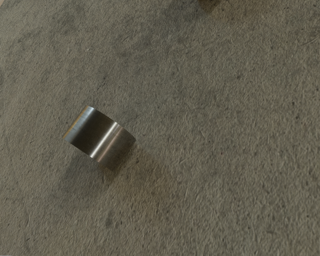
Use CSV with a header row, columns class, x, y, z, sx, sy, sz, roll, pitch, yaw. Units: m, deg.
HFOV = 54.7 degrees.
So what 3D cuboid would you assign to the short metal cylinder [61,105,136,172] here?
class,x,y,z,sx,sy,sz,roll,pitch,yaw
short metal cylinder,-0.078,0.014,0.401,0.080,0.080,0.050,25,76,37
